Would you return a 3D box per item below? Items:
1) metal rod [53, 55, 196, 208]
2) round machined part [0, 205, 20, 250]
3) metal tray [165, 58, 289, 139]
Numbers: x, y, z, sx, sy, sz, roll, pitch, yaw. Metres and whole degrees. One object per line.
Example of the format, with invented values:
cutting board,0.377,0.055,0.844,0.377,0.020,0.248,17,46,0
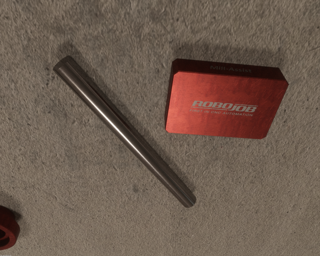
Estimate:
metal rod,-0.030,0.024,0.427,0.025,0.025,0.300,-26,126,20
round machined part,-0.292,0.168,0.535,0.099,0.042,0.097,-1,130,0
metal tray,0.075,-0.033,0.377,0.131,0.030,0.089,4,130,-4
